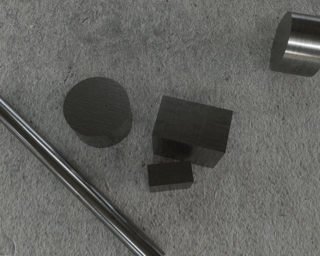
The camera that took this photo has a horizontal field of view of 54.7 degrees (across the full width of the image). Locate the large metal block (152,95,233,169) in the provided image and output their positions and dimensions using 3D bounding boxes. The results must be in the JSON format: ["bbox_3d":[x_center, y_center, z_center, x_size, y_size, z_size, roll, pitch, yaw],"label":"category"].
[{"bbox_3d":[0.036,0.008,0.377,0.080,0.080,0.050,13,71,4],"label":"large metal block"}]

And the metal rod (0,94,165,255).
[{"bbox_3d":[-0.114,0.058,0.385,0.300,0.025,0.025,40,75,13],"label":"metal rod"}]

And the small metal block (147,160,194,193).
[{"bbox_3d":[0.012,0.060,0.373,0.050,0.050,0.025,-6,70,-3],"label":"small metal block"}]

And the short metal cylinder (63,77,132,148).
[{"bbox_3d":[-0.078,-0.019,0.401,0.081,0.050,0.080,0,70,0],"label":"short metal cylinder"}]

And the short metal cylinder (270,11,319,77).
[{"bbox_3d":[0.189,-0.113,0.423,0.050,0.080,0.080,11,70,4],"label":"short metal cylinder"}]
